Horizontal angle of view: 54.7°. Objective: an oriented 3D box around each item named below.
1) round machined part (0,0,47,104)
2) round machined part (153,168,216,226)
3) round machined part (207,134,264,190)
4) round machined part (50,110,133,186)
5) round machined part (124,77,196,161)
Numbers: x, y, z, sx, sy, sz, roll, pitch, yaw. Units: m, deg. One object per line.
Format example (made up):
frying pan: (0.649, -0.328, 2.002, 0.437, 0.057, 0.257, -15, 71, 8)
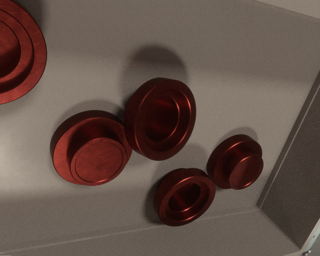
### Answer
round machined part: (-0.153, -0.072, 0.270, 0.099, 0.042, 0.097, -14, 125, -21)
round machined part: (0.034, 0.102, 0.481, 0.099, 0.042, 0.097, -14, 125, -21)
round machined part: (0.130, 0.063, 0.510, 0.099, 0.042, 0.097, -14, 125, -21)
round machined part: (-0.078, 0.031, 0.375, 0.099, 0.042, 0.097, -14, 125, -21)
round machined part: (-0.004, -0.013, 0.376, 0.099, 0.042, 0.097, -17, 116, -39)
